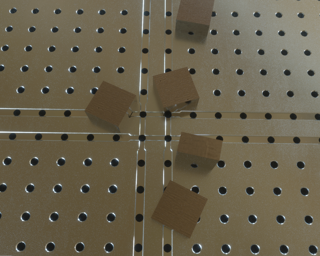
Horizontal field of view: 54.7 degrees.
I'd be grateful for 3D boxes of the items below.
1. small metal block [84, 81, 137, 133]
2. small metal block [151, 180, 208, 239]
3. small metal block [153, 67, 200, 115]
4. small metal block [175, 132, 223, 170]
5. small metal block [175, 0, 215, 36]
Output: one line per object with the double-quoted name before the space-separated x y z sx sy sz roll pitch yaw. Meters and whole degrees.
"small metal block" -0.065 -0.029 0.422 0.050 0.025 0.050 24 72 8
"small metal block" 0.023 0.099 0.376 0.050 0.025 0.050 26 72 8
"small metal block" 0.021 -0.052 0.431 0.050 0.025 0.050 -16 71 -6
"small metal block" 0.047 0.029 0.388 0.050 0.050 0.025 12 71 4
"small metal block" 0.054 -0.174 0.476 0.050 0.025 0.050 11 70 4
